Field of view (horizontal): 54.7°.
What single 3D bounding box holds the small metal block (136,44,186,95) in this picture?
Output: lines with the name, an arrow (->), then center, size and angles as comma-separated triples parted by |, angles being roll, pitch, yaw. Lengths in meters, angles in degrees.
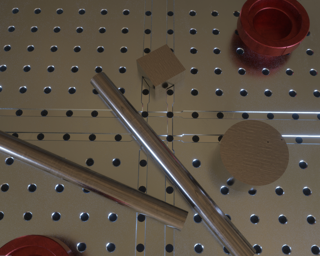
small metal block -> 0.001, -0.084, 0.442 | 0.050, 0.025, 0.050 | -30, 73, -11

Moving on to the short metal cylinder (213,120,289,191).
short metal cylinder -> 0.111, 0.036, 0.386 | 0.081, 0.050, 0.080 | 0, 70, 0

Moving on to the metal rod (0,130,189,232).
metal rod -> -0.109, 0.056, 0.390 | 0.301, 0.025, 0.025 | 22, 72, 7

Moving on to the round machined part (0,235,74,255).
round machined part -> -0.138, 0.169, 0.340 | 0.099, 0.042, 0.098 | 0, 70, 0

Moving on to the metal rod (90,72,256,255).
metal rod -> 0.007, 0.040, 0.396 | 0.025, 0.025, 0.300 | -37, 74, -12

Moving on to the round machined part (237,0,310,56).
round machined part -> 0.163, -0.147, 0.457 | 0.099, 0.042, 0.098 | 0, 70, 0
